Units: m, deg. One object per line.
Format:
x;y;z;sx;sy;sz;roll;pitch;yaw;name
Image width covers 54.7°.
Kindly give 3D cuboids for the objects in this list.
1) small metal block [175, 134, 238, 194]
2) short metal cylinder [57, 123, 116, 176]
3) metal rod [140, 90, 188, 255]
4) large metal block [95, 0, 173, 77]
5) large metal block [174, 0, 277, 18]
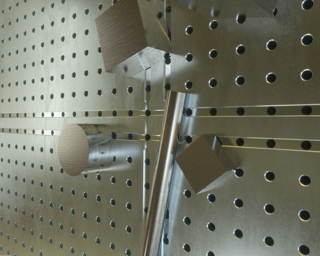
0.053;0.042;0.364;0.050;0.025;0.050;-45;63;30;small metal block
-0.116;0.033;0.486;0.080;0.050;0.079;0;90;39;short metal cylinder
-0.002;0.100;0.409;0.025;0.025;0.298;16;100;38;metal rod
-0.037;-0.125;0.421;0.080;0.050;0.080;-20;77;38;large metal block
0.068;-0.149;0.316;0.080;0.081;0.050;15;100;38;large metal block
